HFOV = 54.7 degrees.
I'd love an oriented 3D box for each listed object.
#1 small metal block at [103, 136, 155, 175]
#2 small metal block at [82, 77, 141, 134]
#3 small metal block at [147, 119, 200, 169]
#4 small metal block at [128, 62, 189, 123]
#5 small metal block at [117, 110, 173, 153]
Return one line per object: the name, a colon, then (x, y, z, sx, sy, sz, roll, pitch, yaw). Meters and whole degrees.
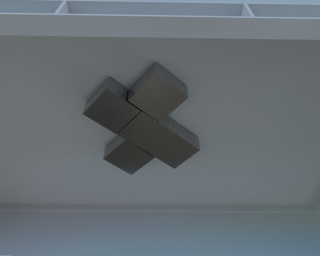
small metal block: (-0.043, 0.034, 0.435, 0.050, 0.025, 0.050, 35, 123, -26)
small metal block: (-0.058, -0.027, 0.383, 0.050, 0.025, 0.050, 34, 122, -26)
small metal block: (0.018, 0.023, 0.426, 0.050, 0.025, 0.050, 34, 122, -26)
small metal block: (-0.002, -0.042, 0.370, 0.050, 0.025, 0.050, 34, 121, -26)
small metal block: (-0.019, -0.002, 0.404, 0.050, 0.025, 0.050, 34, 122, -26)
